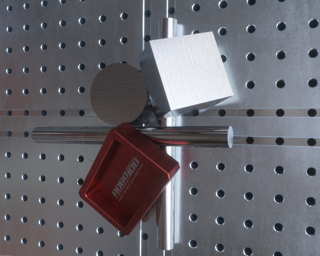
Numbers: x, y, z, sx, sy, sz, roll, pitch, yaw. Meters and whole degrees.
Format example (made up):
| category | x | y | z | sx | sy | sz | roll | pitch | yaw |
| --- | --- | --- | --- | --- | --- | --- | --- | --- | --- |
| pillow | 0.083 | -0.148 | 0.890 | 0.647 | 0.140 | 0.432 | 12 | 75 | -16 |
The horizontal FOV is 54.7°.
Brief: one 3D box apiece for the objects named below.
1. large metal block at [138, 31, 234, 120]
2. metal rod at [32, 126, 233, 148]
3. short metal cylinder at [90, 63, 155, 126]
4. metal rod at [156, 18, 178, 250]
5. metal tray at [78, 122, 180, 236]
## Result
| category | x | y | z | sx | sy | sz | roll | pitch | yaw |
| --- | --- | --- | --- | --- | --- | --- | --- | --- | --- |
| large metal block | 0.029 | -0.061 | 0.368 | 0.081 | 0.050 | 0.080 | -15 | 84 | -21 |
| metal rod | -0.055 | 0.011 | 0.414 | 0.300 | 0.025 | 0.025 | 0 | 90 | 27 |
| short metal cylinder | -0.045 | -0.043 | 0.415 | 0.080 | 0.050 | 0.079 | 0 | 90 | 20 |
| metal rod | 0.009 | 0.008 | 0.409 | 0.025 | 0.025 | 0.298 | 1 | 91 | 20 |
| metal tray | -0.044 | 0.068 | 0.398 | 0.090 | 0.030 | 0.129 | 38 | 123 | 10 |
